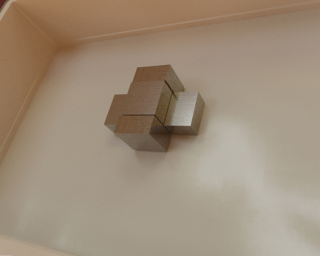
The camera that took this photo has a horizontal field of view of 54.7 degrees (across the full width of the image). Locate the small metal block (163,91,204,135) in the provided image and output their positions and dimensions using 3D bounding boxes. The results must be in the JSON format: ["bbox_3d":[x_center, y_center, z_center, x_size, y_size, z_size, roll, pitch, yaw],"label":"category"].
[{"bbox_3d":[0.026,-0.019,0.402,0.050,0.025,0.050,1,62,28],"label":"small metal block"}]

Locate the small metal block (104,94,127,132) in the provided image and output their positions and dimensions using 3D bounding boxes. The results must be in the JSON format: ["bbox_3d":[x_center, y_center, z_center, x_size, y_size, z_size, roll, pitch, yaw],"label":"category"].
[{"bbox_3d":[-0.045,-0.021,0.439,0.050,0.025,0.050,1,62,28],"label":"small metal block"}]

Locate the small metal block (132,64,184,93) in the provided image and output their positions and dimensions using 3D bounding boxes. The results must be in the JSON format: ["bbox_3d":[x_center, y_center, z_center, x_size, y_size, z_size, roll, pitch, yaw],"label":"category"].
[{"bbox_3d":[-0.001,-0.059,0.424,0.050,0.050,0.025,1,62,28],"label":"small metal block"}]

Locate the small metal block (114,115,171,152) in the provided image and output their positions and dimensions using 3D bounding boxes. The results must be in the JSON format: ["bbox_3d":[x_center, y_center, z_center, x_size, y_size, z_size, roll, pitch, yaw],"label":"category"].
[{"bbox_3d":[-0.021,0.007,0.393,0.050,0.050,0.025,1,62,28],"label":"small metal block"}]

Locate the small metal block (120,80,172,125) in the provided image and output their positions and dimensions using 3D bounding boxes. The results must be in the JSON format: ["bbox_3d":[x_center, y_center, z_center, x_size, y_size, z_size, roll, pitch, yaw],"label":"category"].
[{"bbox_3d":[-0.017,-0.032,0.399,0.050,0.025,0.050,1,62,28],"label":"small metal block"}]
